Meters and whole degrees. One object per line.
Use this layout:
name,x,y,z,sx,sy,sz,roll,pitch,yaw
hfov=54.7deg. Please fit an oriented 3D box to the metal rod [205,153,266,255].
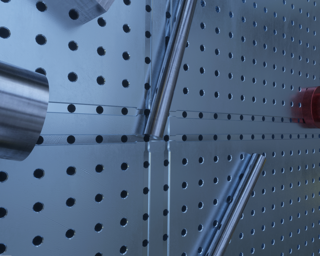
metal rod,0.104,0.167,0.496,0.025,0.025,0.301,49,61,-29

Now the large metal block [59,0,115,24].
large metal block,-0.079,-0.173,0.326,0.080,0.050,0.080,41,65,-33

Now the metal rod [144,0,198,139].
metal rod,0.027,-0.131,0.431,0.025,0.025,0.299,24,75,-38

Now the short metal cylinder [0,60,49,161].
short metal cylinder,-0.135,-0.015,0.260,0.050,0.080,0.080,17,79,-39

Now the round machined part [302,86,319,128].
round machined part,0.368,-0.047,0.706,0.099,0.042,0.097,0,90,-40
